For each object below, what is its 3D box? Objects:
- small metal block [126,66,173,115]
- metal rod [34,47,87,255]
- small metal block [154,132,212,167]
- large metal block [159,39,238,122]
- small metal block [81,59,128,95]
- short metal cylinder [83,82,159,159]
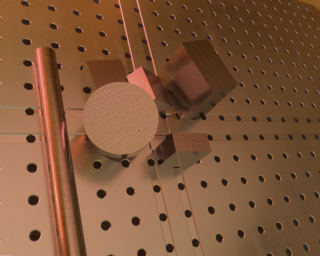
[{"bbox_3d":[-0.013,-0.049,0.417,0.050,0.025,0.050,17,46,-62],"label":"small metal block"},{"bbox_3d":[-0.106,0.038,0.328,0.025,0.025,0.299,-2,63,-30],"label":"metal rod"},{"bbox_3d":[0.028,0.028,0.392,0.050,0.050,0.025,3,61,-27],"label":"small metal block"},{"bbox_3d":[0.050,-0.067,0.442,0.050,0.080,0.080,-19,72,-35],"label":"large metal block"},{"bbox_3d":[-0.070,-0.062,0.410,0.050,0.025,0.050,-11,67,-33],"label":"small metal block"},{"bbox_3d":[-0.045,-0.007,0.355,0.081,0.050,0.080,2,78,-9],"label":"short metal cylinder"}]
